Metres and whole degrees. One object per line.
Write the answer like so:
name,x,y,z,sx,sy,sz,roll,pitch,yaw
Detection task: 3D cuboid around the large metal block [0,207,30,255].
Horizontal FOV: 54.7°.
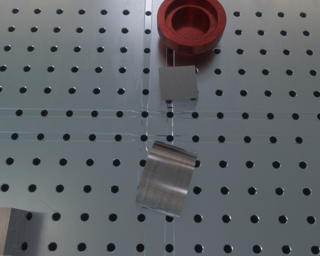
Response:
large metal block,-0.203,0.132,0.349,0.080,0.050,0.080,1,70,0

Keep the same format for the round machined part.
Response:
round machined part,0.045,-0.150,0.458,0.099,0.042,0.098,0,70,0

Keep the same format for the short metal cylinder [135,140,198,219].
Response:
short metal cylinder,0.009,0.059,0.361,0.050,0.080,0.080,17,71,6

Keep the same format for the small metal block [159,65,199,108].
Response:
small metal block,0.025,-0.058,0.433,0.050,0.025,0.050,-4,70,-2
